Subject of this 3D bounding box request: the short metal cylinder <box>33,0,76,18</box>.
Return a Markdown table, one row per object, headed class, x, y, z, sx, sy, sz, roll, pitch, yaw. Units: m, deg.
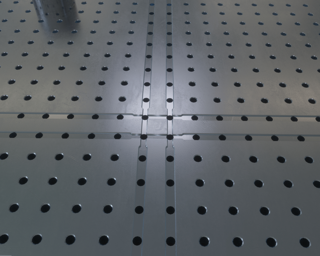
| class | x | y | z | sx | sy | sz | roll | pitch | yaw |
| --- | --- | --- | --- | --- | --- | --- | --- | --- | --- |
| short metal cylinder | -0.211 | -0.260 | 0.609 | 0.081 | 0.050 | 0.080 | 0 | 50 | 0 |
